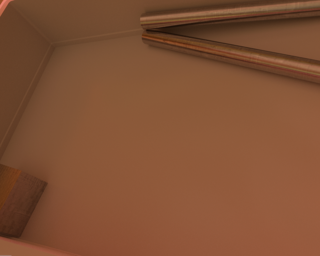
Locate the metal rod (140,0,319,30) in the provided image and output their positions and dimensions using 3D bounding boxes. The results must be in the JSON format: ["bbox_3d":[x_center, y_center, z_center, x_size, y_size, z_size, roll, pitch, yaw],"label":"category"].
[{"bbox_3d":[0.112,-0.159,0.429,0.301,0.025,0.025,4,64,24],"label":"metal rod"}]

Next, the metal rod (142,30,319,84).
[{"bbox_3d":[0.091,-0.101,0.419,0.300,0.025,0.025,23,74,36],"label":"metal rod"}]

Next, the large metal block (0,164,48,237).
[{"bbox_3d":[-0.223,0.099,0.444,0.080,0.050,0.080,9,66,31],"label":"large metal block"}]
